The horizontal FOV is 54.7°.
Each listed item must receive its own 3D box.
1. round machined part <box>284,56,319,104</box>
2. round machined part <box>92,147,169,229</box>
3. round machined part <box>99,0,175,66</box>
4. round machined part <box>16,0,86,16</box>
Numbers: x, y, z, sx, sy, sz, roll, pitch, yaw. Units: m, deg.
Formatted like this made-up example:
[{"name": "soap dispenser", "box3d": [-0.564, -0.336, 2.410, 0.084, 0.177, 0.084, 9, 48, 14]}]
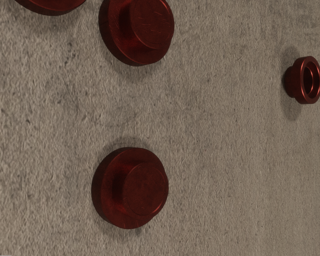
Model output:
[{"name": "round machined part", "box3d": [0.296, -0.098, 0.645, 0.099, 0.042, 0.097, 0, 90, -40]}, {"name": "round machined part", "box3d": [-0.028, 0.072, 0.372, 0.099, 0.042, 0.097, 0, 90, -40]}, {"name": "round machined part", "box3d": [-0.021, -0.127, 0.378, 0.099, 0.042, 0.097, 0, 90, -40]}, {"name": "round machined part", "box3d": [-0.108, -0.165, 0.304, 0.099, 0.042, 0.097, 0, 90, -40]}]
